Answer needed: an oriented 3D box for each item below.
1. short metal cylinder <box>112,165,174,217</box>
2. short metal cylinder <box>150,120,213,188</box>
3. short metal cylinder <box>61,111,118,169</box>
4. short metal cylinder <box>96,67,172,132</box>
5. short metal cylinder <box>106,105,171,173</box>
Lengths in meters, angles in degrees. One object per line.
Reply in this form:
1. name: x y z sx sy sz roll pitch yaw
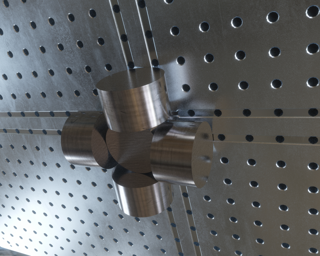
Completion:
1. short metal cylinder: -0.023 0.078 0.435 0.080 0.080 0.050 6 121 25
2. short metal cylinder: 0.029 0.030 0.379 0.050 0.080 0.079 4 120 26
3. short metal cylinder: -0.090 0.015 0.433 0.050 0.080 0.080 1 119 27
4. short metal cylinder: -0.030 -0.036 0.369 0.080 0.080 0.050 3 119 27
5. short metal cylinder: -0.025 0.014 0.417 0.080 0.050 0.079 12 123 20
